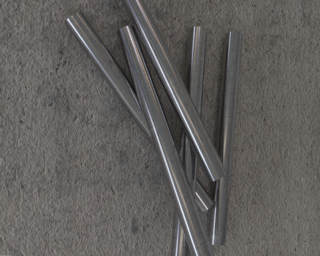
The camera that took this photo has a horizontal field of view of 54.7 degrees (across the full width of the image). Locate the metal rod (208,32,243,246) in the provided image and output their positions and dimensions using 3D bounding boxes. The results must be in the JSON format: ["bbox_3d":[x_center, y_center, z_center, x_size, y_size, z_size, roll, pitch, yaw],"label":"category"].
[{"bbox_3d":[0.093,0.014,0.443,0.025,0.025,0.298,6,88,-20],"label":"metal rod"}]

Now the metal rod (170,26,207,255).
[{"bbox_3d":[0.039,0.012,0.401,0.025,0.025,0.299,9,79,-20],"label":"metal rod"}]

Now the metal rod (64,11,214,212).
[{"bbox_3d":[-0.020,-0.012,0.401,0.025,0.025,0.299,-38,102,-16],"label":"metal rod"}]

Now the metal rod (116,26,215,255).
[{"bbox_3d":[0.005,0.017,0.371,0.025,0.025,0.299,-16,81,-19],"label":"metal rod"}]

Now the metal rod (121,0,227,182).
[{"bbox_3d":[0.006,-0.075,0.381,0.025,0.025,0.299,-24,87,-18],"label":"metal rod"}]
